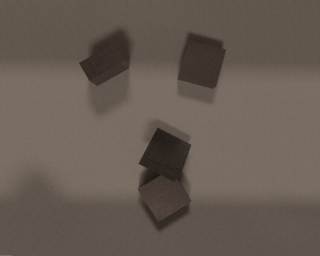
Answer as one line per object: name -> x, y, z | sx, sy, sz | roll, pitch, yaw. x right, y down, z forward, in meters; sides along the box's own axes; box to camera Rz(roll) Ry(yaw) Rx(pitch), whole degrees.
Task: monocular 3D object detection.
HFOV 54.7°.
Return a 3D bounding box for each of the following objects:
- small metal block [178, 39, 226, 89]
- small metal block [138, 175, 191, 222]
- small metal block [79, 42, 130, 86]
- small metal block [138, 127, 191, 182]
small metal block -> 0.055, -0.084, 0.412 | 0.050, 0.025, 0.050 | 15, 90, -1
small metal block -> 0.006, 0.087, 0.412 | 0.050, 0.025, 0.050 | -32, 90, 0
small metal block -> -0.070, -0.080, 0.398 | 0.050, 0.050, 0.025 | -30, 90, 0
small metal block -> 0.007, 0.033, 0.397 | 0.050, 0.050, 0.025 | 27, 130, -1
